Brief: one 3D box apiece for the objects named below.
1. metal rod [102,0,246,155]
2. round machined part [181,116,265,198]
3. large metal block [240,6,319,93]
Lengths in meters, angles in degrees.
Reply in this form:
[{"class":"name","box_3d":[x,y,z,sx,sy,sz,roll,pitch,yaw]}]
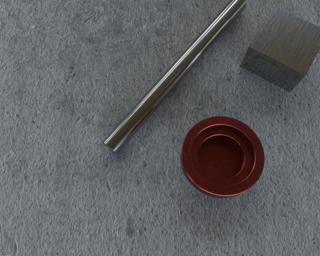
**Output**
[{"class":"metal rod","box_3d":[0.029,-0.084,0.438,0.025,0.025,0.301,37,74,12]},{"class":"round machined part","box_3d":[0.075,0.038,0.386,0.099,0.042,0.098,0,70,0]},{"class":"large metal block","box_3d":[0.173,-0.110,0.437,0.080,0.050,0.080,31,73,10]}]
